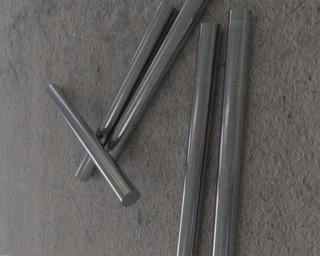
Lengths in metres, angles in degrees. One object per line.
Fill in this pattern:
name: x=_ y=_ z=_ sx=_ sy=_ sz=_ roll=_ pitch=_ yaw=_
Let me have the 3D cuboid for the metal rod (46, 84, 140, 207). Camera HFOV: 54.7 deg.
metal rod: x=-0.116 y=0.007 z=0.469 sx=0.300 sy=0.025 sz=0.025 roll=44 pitch=117 yaw=42

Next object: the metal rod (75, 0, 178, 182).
metal rod: x=-0.057 y=-0.039 z=0.452 sx=0.025 sy=0.025 sz=0.298 roll=45 pitch=117 yaw=30

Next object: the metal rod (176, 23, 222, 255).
metal rod: x=0.044 y=0.030 z=0.368 sx=0.025 sy=0.025 sz=0.298 roll=9 pitch=96 yaw=39

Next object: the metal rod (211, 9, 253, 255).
metal rod: x=0.077 y=0.024 z=0.341 sx=0.025 sy=0.025 sz=0.298 roll=6 pitch=94 yaw=40

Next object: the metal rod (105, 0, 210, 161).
metal rod: x=-0.011 y=-0.063 z=0.413 sx=0.025 sy=0.025 sz=0.298 roll=46 pitch=118 yaw=30
